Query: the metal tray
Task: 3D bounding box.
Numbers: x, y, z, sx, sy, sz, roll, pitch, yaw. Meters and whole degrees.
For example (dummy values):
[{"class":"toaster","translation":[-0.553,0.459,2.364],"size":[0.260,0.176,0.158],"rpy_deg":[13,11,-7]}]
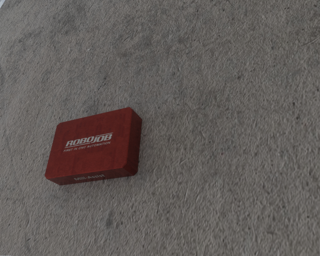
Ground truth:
[{"class":"metal tray","translation":[-0.092,0.027,0.434],"size":[0.130,0.030,0.090],"rpy_deg":[-11,57,22]}]
